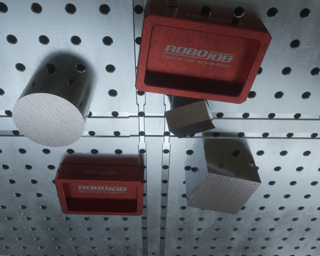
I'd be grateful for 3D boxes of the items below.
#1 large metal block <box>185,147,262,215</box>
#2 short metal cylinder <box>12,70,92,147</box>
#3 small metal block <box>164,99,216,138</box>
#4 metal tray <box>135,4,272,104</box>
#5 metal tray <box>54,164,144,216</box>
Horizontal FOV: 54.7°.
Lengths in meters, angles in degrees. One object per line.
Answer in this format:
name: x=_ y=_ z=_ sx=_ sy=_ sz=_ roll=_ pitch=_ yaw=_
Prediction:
large metal block: x=0.091 y=0.081 z=0.466 sx=0.081 sy=0.050 sz=0.079 roll=13 pitch=129 yaw=-11
short metal cylinder: x=-0.127 y=-0.023 z=0.374 sx=0.081 sy=0.050 sz=0.079 roll=0 pitch=130 yaw=0
small metal block: x=0.039 y=-0.010 z=0.388 sx=0.050 sy=0.025 sz=0.050 roll=-17 pitch=163 yaw=13
metal tray: x=0.043 y=-0.078 z=0.342 sx=0.131 sy=0.030 sz=0.089 roll=7 pitch=130 yaw=-6
metal tray: x=-0.092 y=0.100 z=0.492 sx=0.131 sy=0.030 sz=0.089 roll=2 pitch=130 yaw=-3
